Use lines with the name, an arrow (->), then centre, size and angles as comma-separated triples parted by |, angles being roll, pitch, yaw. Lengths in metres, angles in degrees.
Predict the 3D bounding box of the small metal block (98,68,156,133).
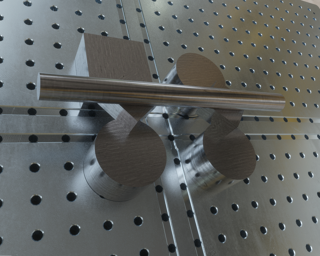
small metal block -> -0.033, -0.032, 0.346 | 0.050, 0.025, 0.050 | 42, 51, 1

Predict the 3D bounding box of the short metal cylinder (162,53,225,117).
short metal cylinder -> 0.048, -0.063, 0.456 | 0.081, 0.050, 0.080 | 14, 56, -21

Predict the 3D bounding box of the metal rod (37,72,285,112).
metal rod -> 0.025, -0.036, 0.347 | 0.303, 0.025, 0.025 | 1, 62, -28

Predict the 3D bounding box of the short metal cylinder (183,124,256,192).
short metal cylinder -> 0.078, 0.039, 0.410 | 0.081, 0.050, 0.080 | 14, 56, -21

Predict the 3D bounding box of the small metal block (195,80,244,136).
small metal block -> 0.081, -0.027, 0.404 | 0.050, 0.025, 0.050 | 35, 51, -5

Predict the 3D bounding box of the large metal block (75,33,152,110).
large metal block -> -0.061, -0.070, 0.401 | 0.081, 0.050, 0.080 | 1, 61, -28

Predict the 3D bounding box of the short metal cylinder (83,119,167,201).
short metal cylinder -> -0.040, 0.036, 0.347 | 0.081, 0.050, 0.080 | 14, 56, -21
